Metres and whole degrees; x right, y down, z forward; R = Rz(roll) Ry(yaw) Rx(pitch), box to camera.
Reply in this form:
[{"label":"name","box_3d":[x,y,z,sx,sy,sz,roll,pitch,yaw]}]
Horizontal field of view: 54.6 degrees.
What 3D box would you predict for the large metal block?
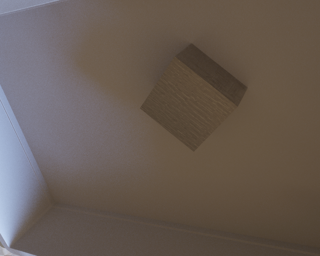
[{"label":"large metal block","box_3d":[0.037,-0.034,0.352,0.080,0.050,0.080,39,129,1]}]
